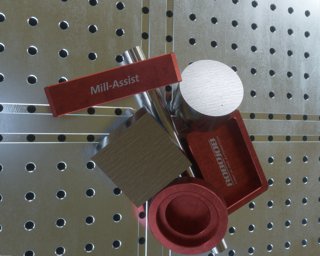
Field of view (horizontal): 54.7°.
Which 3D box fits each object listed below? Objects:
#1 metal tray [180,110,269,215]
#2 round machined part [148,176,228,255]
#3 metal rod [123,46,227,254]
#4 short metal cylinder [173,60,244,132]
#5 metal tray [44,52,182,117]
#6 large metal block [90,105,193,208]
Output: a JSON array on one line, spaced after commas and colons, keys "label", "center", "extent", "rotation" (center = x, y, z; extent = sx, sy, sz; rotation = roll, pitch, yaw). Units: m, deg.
[{"label": "metal tray", "center": [0.091, 0.048, 0.440], "extent": [0.091, 0.030, 0.129], "rotation": [-27, 99, -18]}, {"label": "round machined part", "center": [0.036, 0.108, 0.398], "extent": [0.098, 0.042, 0.097], "rotation": [2, 104, 9]}, {"label": "metal rod", "center": [0.024, 0.035, 0.417], "extent": [0.025, 0.025, 0.299], "rotation": [-27, 99, -18]}, {"label": "short metal cylinder", "center": [0.060, -0.041, 0.402], "extent": [0.081, 0.050, 0.080], "rotation": [3, 66, -7]}, {"label": "metal tray", "center": [-0.049, -0.047, 0.341], "extent": [0.131, 0.090, 0.030], "rotation": [-17, 98, -5]}, {"label": "large metal block", "center": [-0.022, 0.032, 0.368], "extent": [0.080, 0.050, 0.080], "rotation": [-39, 104, 3]}]
